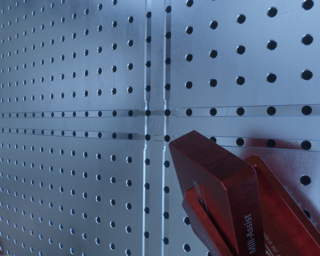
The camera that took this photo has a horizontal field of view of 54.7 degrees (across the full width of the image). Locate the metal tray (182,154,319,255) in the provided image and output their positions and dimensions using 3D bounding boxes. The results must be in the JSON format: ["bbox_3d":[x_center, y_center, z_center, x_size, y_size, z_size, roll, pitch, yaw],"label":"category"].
[{"bbox_3d":[0.092,0.099,0.291,0.130,0.091,0.030,57,162,24],"label":"metal tray"}]

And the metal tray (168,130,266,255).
[{"bbox_3d":[0.056,0.076,0.299,0.090,0.030,0.129,36,147,56],"label":"metal tray"}]
